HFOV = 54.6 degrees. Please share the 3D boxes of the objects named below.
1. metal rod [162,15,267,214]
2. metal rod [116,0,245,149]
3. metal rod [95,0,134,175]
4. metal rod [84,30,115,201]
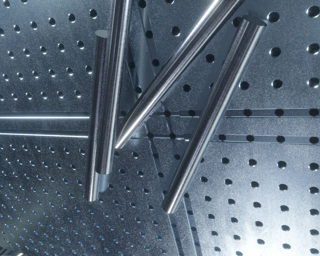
[{"bbox_3d":[0.053,0.009,0.388,0.025,0.025,0.298,27,128,11],"label":"metal rod"},{"bbox_3d":[0.014,-0.066,0.363,0.025,0.025,0.298,42,129,-1],"label":"metal rod"},{"bbox_3d":[-0.057,-0.067,0.381,0.025,0.025,0.298,21,121,16],"label":"metal rod"},{"bbox_3d":[-0.094,0.003,0.463,0.025,0.025,0.298,24,127,14],"label":"metal rod"}]
